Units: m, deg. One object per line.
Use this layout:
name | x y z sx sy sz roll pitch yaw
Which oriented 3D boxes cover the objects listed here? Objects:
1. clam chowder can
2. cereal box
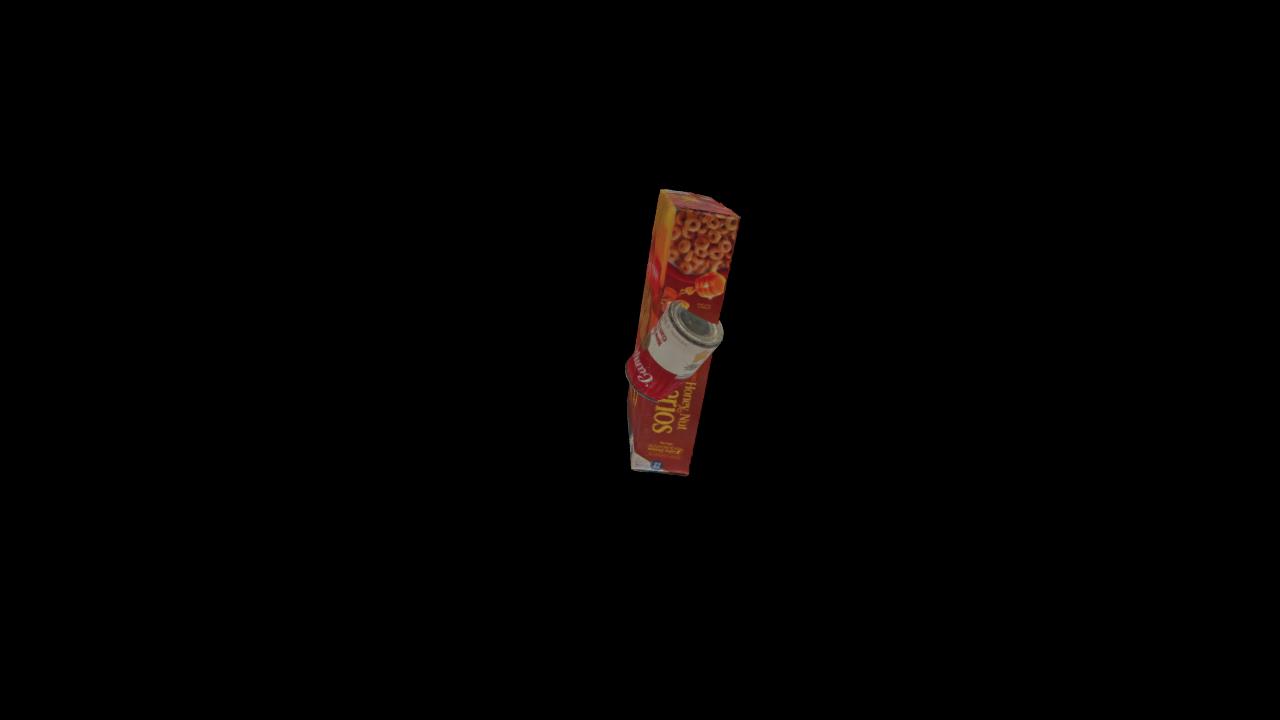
clam chowder can | 0.036 -0.010 0.663 0.068 0.068 0.102 0 -37 -37
cereal box | 0.040 -0.041 0.748 0.081 0.306 0.203 8 20 -5
